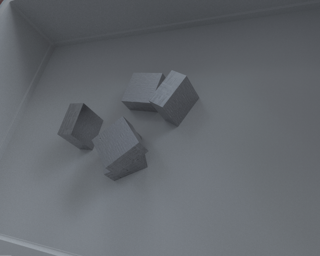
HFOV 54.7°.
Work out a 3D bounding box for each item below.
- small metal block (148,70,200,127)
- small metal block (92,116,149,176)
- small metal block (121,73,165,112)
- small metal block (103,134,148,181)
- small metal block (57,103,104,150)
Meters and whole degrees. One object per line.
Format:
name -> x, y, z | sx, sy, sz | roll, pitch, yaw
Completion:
small metal block -> 0.019, -0.038, 0.401 | 0.025, 0.050, 0.050 | 29, 78, 37
small metal block -> -0.050, 0.022, 0.385 | 0.050, 0.025, 0.050 | -38, 51, 3
small metal block -> -0.021, -0.052, 0.447 | 0.050, 0.025, 0.050 | 7, 65, 30
small metal block -> -0.048, 0.035, 0.408 | 0.050, 0.025, 0.050 | -24, 53, 13
small metal block -> -0.114, -0.002, 0.448 | 0.025, 0.050, 0.050 | 1, 62, 28
